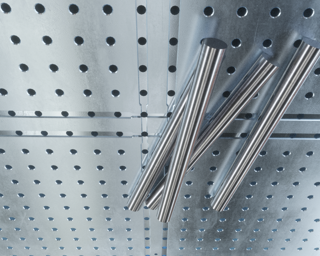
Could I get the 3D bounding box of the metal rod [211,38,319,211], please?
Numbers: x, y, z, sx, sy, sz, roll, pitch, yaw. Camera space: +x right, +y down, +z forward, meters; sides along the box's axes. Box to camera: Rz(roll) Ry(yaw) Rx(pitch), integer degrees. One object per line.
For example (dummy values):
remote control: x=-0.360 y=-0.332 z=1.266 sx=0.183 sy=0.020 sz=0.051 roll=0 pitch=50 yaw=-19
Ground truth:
metal rod: x=0.132 y=0.019 z=0.428 sx=0.025 sy=0.025 sz=0.298 roll=10 pitch=130 yaw=-9

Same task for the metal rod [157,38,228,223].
metal rod: x=0.030 y=0.029 z=0.401 sx=0.025 sy=0.025 sz=0.298 roll=7 pitch=130 yaw=-6

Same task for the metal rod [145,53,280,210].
metal rod: x=0.056 y=0.025 z=0.432 sx=0.025 sy=0.025 sz=0.298 roll=22 pitch=127 yaw=-17

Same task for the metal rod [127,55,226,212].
metal rod: x=0.009 y=0.023 z=0.430 sx=0.025 sy=0.025 sz=0.298 roll=16 pitch=128 yaw=-13
